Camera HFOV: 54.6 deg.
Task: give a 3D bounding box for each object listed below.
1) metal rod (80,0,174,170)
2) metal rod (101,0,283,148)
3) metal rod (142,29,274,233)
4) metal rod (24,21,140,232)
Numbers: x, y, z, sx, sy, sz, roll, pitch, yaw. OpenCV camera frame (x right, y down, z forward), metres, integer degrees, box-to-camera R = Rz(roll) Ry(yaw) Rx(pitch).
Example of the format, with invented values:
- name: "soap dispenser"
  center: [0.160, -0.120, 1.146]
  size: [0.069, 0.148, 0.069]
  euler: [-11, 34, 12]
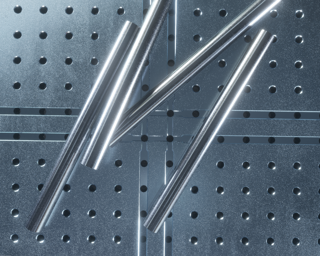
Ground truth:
- name: "metal rod"
  center: [-0.029, -0.090, 0.398]
  size: [0.025, 0.025, 0.299]
  euler: [23, 84, 0]
- name: "metal rod"
  center: [0.042, -0.081, 0.413]
  size: [0.300, 0.025, 0.025]
  euler: [-41, 90, 0]
- name: "metal rod"
  center: [0.064, 0.004, 0.413]
  size: [0.025, 0.025, 0.299]
  euler: [31, 90, 0]
- name: "metal rod"
  center: [-0.101, -0.002, 0.412]
  size: [0.025, 0.025, 0.299]
  euler: [26, 90, 0]
